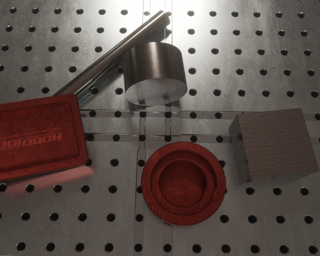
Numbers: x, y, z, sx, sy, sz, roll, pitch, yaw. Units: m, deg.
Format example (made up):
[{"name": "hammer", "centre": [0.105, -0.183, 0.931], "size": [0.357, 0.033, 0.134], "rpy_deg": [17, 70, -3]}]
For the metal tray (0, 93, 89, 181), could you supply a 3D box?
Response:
[{"name": "metal tray", "centre": [-0.161, 0.013, 0.381], "size": [0.131, 0.030, 0.090], "rpy_deg": [-10, 84, -13]}]

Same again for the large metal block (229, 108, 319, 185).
[{"name": "large metal block", "centre": [0.139, 0.024, 0.391], "size": [0.081, 0.050, 0.080], "rpy_deg": [-6, 70, -3]}]

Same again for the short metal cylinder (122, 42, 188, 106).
[{"name": "short metal cylinder", "centre": [-0.007, -0.068, 0.407], "size": [0.081, 0.080, 0.050], "rpy_deg": [-6, 70, -3]}]

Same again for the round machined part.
[{"name": "round machined part", "centre": [0.027, 0.069, 0.378], "size": [0.099, 0.042, 0.098], "rpy_deg": [0, 70, -1]}]

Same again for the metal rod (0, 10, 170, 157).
[{"name": "metal rod", "centre": [-0.100, -0.070, 0.435], "size": [0.301, 0.025, 0.025], "rpy_deg": [-43, 76, -14]}]
